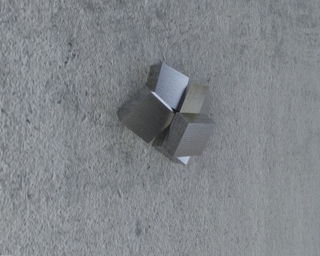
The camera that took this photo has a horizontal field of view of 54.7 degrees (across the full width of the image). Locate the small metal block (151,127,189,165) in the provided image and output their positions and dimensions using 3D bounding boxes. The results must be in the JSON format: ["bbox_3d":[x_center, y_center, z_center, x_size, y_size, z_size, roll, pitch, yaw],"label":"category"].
[{"bbox_3d":[0.022,0.016,0.427,0.050,0.025,0.050,40,66,-33],"label":"small metal block"}]

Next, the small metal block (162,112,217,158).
[{"bbox_3d":[0.037,0.009,0.392,0.050,0.025,0.050,0,123,-40],"label":"small metal block"}]

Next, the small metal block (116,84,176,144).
[{"bbox_3d":[-0.016,-0.017,0.380,0.050,0.025,0.050,-43,124,9],"label":"small metal block"}]

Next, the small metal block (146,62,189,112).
[{"bbox_3d":[0.008,-0.053,0.415,0.050,0.025,0.050,22,76,-38],"label":"small metal block"}]

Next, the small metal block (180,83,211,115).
[{"bbox_3d":[0.051,-0.028,0.437,0.050,0.025,0.050,62,47,-64],"label":"small metal block"}]
